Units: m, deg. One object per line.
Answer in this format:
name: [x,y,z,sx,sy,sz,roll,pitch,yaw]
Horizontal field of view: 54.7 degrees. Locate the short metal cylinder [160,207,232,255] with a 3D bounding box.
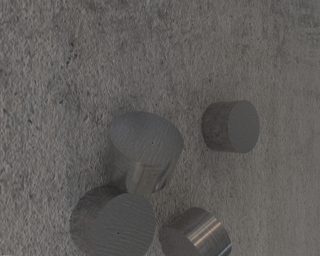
short metal cylinder: [0.046,0.152,0.407,0.050,0.080,0.080,-27,107,-37]

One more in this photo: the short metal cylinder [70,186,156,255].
short metal cylinder: [-0.052,0.108,0.345,0.081,0.050,0.080,0,90,-40]

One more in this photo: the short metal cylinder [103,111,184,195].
short metal cylinder: [-0.020,0.026,0.344,0.081,0.080,0.050,-21,143,-38]

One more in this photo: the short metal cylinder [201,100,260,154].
short metal cylinder: [0.110,-0.002,0.481,0.081,0.050,0.080,0,90,-40]
